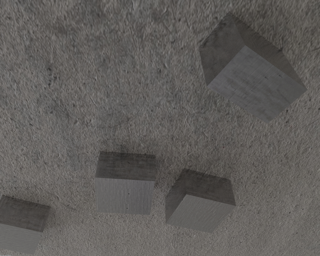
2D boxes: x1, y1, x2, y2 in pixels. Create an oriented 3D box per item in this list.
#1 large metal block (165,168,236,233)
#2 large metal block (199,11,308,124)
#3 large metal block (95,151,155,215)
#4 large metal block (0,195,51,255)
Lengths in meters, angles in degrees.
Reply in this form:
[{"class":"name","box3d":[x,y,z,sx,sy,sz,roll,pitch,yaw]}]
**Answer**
[{"class":"large metal block","box3d":[0.061,0.117,0.491,0.081,0.050,0.079,16,128,-14]},{"class":"large metal block","box3d":[0.091,-0.063,0.318,0.080,0.080,0.050,27,125,-21]},{"class":"large metal block","box3d":[-0.051,0.083,0.461,0.081,0.050,0.079,4,130,-4]},{"class":"large metal block","box3d":[-0.243,0.168,0.531,0.080,0.050,0.079,19,128,-16]}]
